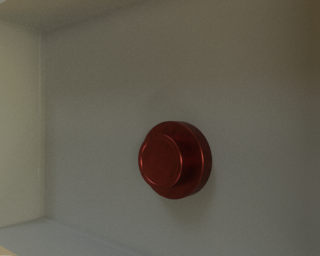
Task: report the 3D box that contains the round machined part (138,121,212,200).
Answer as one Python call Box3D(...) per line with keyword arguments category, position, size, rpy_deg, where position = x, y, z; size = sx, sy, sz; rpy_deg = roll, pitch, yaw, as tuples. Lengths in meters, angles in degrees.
Box3D(category="round machined part", position=(0.011, 0.040, 0.385), size=(0.098, 0.042, 0.097), rpy_deg=(0, 90, 39))
